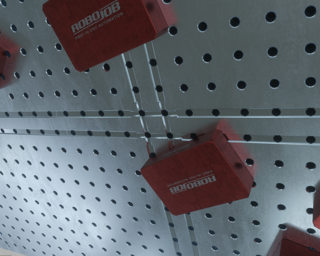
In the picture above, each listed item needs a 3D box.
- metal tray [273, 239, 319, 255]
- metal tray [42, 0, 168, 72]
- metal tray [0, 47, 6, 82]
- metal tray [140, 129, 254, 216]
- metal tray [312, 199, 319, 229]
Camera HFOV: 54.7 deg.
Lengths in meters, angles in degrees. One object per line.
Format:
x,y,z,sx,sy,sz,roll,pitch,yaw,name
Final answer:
0.198,0.226,0.443,0.090,0.030,0.129,19,126,16,metal tray
-0.067,-0.128,0.362,0.130,0.030,0.090,-14,111,33,metal tray
-0.314,-0.123,0.494,0.130,0.030,0.089,39,129,1,metal tray
0.047,0.066,0.423,0.130,0.030,0.090,-27,104,37,metal tray
0.253,0.104,0.340,0.130,0.030,0.089,28,128,10,metal tray
